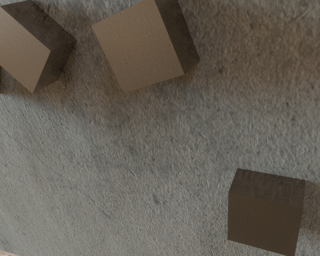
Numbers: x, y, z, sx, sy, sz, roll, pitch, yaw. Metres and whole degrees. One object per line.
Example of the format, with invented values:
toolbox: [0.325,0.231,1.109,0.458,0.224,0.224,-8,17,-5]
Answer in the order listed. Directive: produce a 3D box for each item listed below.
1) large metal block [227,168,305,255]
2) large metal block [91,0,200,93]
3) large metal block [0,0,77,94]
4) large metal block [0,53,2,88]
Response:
large metal block: [0.131,0.104,0.385,0.080,0.050,0.079,8,122,23]
large metal block: [-0.014,-0.093,0.339,0.080,0.050,0.080,-12,113,33]
large metal block: [-0.171,-0.107,0.412,0.080,0.050,0.080,42,129,-1]
large metal block: [-0.296,-0.081,0.474,0.050,0.080,0.079,33,129,6]
